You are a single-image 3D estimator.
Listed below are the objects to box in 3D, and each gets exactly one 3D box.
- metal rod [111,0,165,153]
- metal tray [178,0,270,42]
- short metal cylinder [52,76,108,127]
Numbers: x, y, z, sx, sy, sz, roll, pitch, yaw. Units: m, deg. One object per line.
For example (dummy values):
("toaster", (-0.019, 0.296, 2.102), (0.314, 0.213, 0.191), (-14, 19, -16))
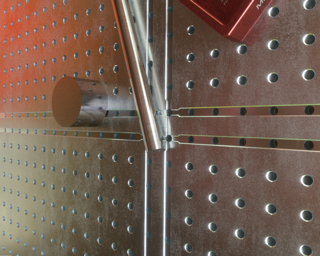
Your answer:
("metal rod", (-0.041, -0.112, 0.442), (0.025, 0.025, 0.299), (-22, 76, 38))
("metal tray", (0.087, -0.172, 0.333), (0.090, 0.030, 0.129), (50, 119, 28))
("short metal cylinder", (-0.130, -0.041, 0.501), (0.080, 0.050, 0.080), (0, 90, 40))
